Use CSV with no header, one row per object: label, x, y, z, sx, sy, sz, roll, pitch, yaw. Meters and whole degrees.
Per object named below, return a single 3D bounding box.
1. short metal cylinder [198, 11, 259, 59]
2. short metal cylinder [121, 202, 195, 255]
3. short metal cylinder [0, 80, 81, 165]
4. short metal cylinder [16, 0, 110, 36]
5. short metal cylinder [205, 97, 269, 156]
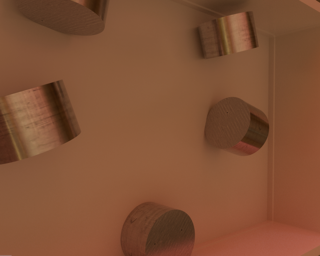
short metal cylinder,0.100,-0.135,0.457,0.081,0.080,0.050,-23,105,-38
short metal cylinder,-0.002,0.138,0.391,0.081,0.050,0.079,0,90,-40
short metal cylinder,-0.117,-0.007,0.273,0.081,0.080,0.050,-27,107,-37
short metal cylinder,-0.089,-0.130,0.297,0.081,0.080,0.050,14,81,-40
short metal cylinder,0.116,-0.001,0.471,0.050,0.080,0.080,20,77,-39
